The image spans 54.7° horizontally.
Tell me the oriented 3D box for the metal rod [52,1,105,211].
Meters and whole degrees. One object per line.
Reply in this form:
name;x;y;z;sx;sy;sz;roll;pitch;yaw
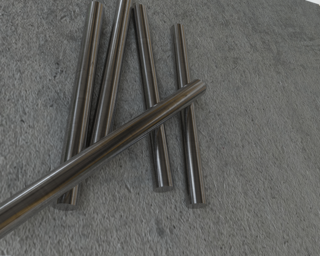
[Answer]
metal rod;-0.094;-0.050;0.383;0.025;0.025;0.299;13;56;-21

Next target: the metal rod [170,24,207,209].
metal rod;0.037;-0.036;0.445;0.025;0.025;0.299;11;57;-23

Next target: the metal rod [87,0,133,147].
metal rod;-0.062;-0.100;0.431;0.025;0.025;0.300;16;55;-19

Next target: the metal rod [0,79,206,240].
metal rod;-0.042;0.012;0.339;0.025;0.025;0.302;49;51;6

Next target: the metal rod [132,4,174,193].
metal rod;-0.014;-0.059;0.431;0.025;0.025;0.299;6;59;-25
